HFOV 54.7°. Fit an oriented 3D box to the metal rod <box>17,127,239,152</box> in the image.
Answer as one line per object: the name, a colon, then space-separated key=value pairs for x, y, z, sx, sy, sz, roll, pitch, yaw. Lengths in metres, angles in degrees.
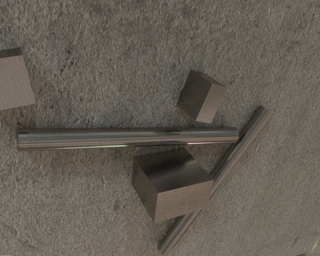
metal rod: x=-0.020 y=0.012 z=0.404 sx=0.303 sy=0.025 sz=0.025 roll=0 pitch=119 yaw=-29

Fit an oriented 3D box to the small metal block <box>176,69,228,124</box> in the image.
small metal block: x=0.052 y=-0.041 z=0.396 sx=0.025 sy=0.050 sz=0.050 roll=9 pitch=114 yaw=-33

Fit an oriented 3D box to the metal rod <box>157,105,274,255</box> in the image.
metal rod: x=0.086 y=0.093 z=0.513 sx=0.025 sy=0.025 sz=0.299 roll=24 pitch=105 yaw=-37

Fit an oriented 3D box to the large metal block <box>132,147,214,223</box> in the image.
large metal block: x=0.014 y=0.075 z=0.427 sx=0.081 sy=0.080 sz=0.050 roll=-8 pitch=122 yaw=-25

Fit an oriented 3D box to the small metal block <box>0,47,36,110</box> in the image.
small metal block: x=-0.153 y=-0.045 z=0.296 sx=0.050 sy=0.025 sz=0.050 roll=-15 pitch=125 yaw=-21
